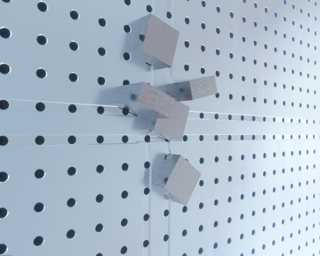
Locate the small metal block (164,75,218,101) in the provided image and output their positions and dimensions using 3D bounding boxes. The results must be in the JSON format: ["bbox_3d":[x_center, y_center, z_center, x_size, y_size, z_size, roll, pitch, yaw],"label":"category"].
[{"bbox_3d":[0.042,-0.054,0.427,0.050,0.050,0.025,-18,102,-39],"label":"small metal block"}]

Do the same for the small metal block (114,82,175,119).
[{"bbox_3d":[-0.019,-0.032,0.376,0.050,0.050,0.025,25,75,-37],"label":"small metal block"}]

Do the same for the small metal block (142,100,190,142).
[{"bbox_3d":[0.009,-0.013,0.415,0.050,0.025,0.050,24,75,-38],"label":"small metal block"}]

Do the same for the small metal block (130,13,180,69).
[{"bbox_3d":[-0.006,-0.111,0.403,0.050,0.025,0.050,21,77,-38],"label":"small metal block"}]

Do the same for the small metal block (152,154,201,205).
[{"bbox_3d":[0.024,0.071,0.428,0.050,0.025,0.050,43,64,-31],"label":"small metal block"}]
